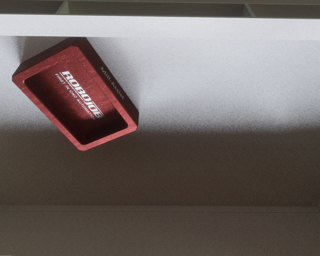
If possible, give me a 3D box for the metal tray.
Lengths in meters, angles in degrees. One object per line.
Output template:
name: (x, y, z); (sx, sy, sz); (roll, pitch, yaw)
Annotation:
metal tray: (-0.095, -0.036, 0.373); (0.090, 0.030, 0.130); (-22, 127, 17)
